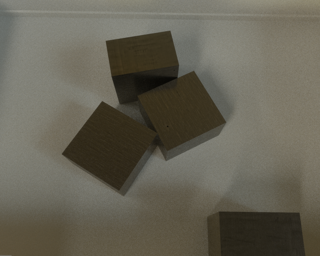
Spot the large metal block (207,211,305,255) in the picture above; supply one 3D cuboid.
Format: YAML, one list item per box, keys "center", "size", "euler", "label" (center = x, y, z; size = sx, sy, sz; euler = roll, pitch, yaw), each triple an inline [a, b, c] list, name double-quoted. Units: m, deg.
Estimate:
- center: [0.099, 0.121, 0.338]
  size: [0.081, 0.080, 0.050]
  euler: [1, 70, 0]
  label: "large metal block"

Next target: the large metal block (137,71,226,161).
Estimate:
- center: [0.026, -0.015, 0.402]
  size: [0.080, 0.050, 0.080]
  euler: [-25, 72, -9]
  label: "large metal block"

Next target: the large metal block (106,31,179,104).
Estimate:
- center: [-0.022, -0.077, 0.408]
  size: [0.081, 0.080, 0.050]
  euler: [-10, 71, -4]
  label: "large metal block"

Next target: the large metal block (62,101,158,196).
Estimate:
- center: [-0.058, 0.027, 0.386]
  size: [0.080, 0.050, 0.080]
  euler: [30, 73, 10]
  label: "large metal block"
